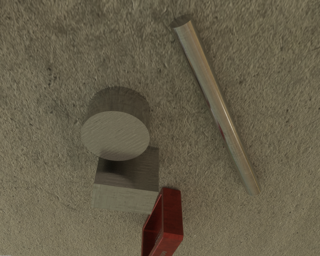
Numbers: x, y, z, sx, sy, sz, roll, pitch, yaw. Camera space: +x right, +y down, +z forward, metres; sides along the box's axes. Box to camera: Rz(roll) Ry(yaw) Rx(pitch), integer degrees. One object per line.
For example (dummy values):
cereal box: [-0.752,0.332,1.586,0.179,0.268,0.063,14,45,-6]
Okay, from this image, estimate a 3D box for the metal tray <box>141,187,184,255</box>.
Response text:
metal tray: [0.000,0.172,0.510,0.030,0.090,0.129,14,129,-11]

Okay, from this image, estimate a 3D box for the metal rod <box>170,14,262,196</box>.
metal rod: [0.085,-0.006,0.402,0.025,0.025,0.299,-20,128,16]

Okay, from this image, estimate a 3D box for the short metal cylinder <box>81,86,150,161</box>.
short metal cylinder: [-0.053,-0.005,0.386,0.081,0.050,0.079,0,130,0]

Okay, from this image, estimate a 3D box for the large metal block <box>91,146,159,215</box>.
large metal block: [-0.046,0.066,0.427,0.081,0.080,0.050,9,130,-8]
